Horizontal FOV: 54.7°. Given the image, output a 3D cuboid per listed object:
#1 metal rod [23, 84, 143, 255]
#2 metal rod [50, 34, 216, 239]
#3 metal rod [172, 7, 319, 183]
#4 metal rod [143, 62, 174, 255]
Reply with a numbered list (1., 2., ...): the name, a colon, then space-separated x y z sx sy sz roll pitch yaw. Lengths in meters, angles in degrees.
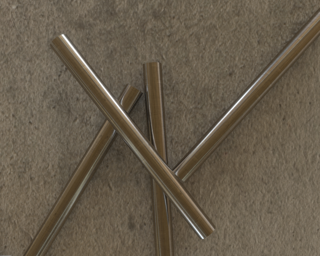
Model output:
1. metal rod: -0.110 0.076 0.408 0.025 0.025 0.299 31 90 -1
2. metal rod: -0.033 0.011 0.383 0.025 0.025 0.300 -38 90 0
3. metal rod: 0.126 -0.047 0.411 0.025 0.025 0.300 42 90 -1
4. metal rod: 0.000 0.064 0.410 0.025 0.025 0.298 -4 90 -1
